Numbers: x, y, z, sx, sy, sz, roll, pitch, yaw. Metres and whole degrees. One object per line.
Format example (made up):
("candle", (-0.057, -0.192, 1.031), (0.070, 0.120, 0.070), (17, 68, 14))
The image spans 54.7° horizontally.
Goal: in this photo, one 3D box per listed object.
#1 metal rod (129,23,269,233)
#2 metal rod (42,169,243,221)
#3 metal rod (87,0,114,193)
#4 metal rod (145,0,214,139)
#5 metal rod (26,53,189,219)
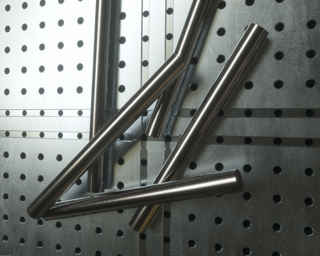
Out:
("metal rod", (0.044, 0.008, 0.396), (0.025, 0.025, 0.299), (34, 100, 16))
("metal rod", (-0.043, 0.093, 0.404), (0.300, 0.025, 0.025), (-16, 85, 27))
("metal rod", (-0.084, -0.059, 0.441), (0.025, 0.025, 0.298), (3, 91, 19))
("metal rod", (0.043, -0.129, 0.396), (0.025, 0.025, 0.298), (22, 97, 18))
("metal rod", (-0.078, 0.019, 0.410), (0.299, 0.025, 0.025), (-45, 77, 14))
